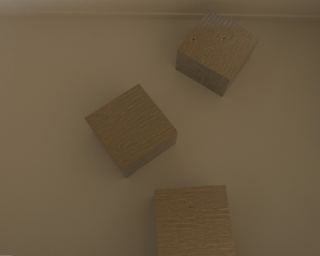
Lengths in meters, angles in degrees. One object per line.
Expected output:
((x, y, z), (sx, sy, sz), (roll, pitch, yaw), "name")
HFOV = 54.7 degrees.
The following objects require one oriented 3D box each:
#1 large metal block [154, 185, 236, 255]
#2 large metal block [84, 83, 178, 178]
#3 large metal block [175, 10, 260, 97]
((0.036, 0.112, 0.356), (0.081, 0.050, 0.080), (-4, 70, -2), "large metal block")
((-0.035, 0.004, 0.394), (0.080, 0.050, 0.080), (-35, 74, -12), "large metal block")
((0.079, -0.104, 0.436), (0.080, 0.050, 0.080), (33, 73, 11), "large metal block")
